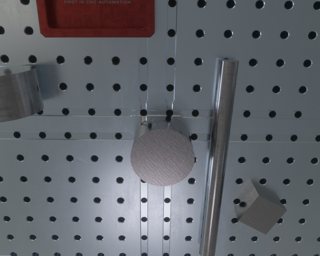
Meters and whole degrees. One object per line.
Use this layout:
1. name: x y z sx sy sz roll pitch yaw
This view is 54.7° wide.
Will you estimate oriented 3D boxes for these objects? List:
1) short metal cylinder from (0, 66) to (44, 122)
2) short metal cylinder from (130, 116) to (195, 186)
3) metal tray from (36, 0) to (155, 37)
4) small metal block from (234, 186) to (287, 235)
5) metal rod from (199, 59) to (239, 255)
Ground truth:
1. short metal cylinder: -0.185 -0.042 0.367 0.080 0.080 0.050 -4 110 1
2. short metal cylinder: 0.003 0.030 0.411 0.081 0.050 0.079 0 110 0
3. metal tray: -0.072 -0.151 0.354 0.131 0.030 0.089 0 110 0
4. small metal block: 0.149 0.122 0.460 0.050 0.025 0.050 29 107 -10
5. metal rod: 0.079 0.056 0.434 0.025 0.025 0.298 2 110 -1
